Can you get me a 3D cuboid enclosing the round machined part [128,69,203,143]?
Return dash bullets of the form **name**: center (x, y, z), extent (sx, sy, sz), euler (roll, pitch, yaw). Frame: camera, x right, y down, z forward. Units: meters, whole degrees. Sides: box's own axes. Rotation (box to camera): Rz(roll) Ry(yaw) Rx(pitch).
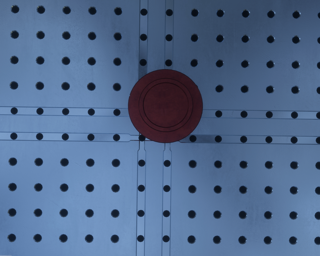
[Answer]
- **round machined part**: center (0.007, -0.029, 0.405), extent (0.099, 0.042, 0.097), euler (0, 90, -1)
